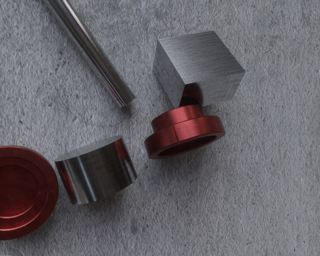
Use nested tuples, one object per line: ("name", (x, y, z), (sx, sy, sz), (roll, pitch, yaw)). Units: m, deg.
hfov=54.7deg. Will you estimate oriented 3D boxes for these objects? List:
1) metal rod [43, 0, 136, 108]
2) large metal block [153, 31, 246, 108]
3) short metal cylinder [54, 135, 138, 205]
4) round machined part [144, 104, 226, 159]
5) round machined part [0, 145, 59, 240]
("metal rod", (-0.124, -0.153, 0.362), (0.025, 0.025, 0.299), (-38, 102, -16))
("large metal block", (0.046, -0.073, 0.392), (0.081, 0.050, 0.080), (-14, 57, -20))
("short metal cylinder", (-0.072, 0.046, 0.354), (0.081, 0.080, 0.050), (-21, 98, -19))
("round machined part", (0.027, 0.003, 0.384), (0.099, 0.098, 0.042), (-13, 76, -20))
("round machined part", (-0.164, 0.068, 0.340), (0.099, 0.042, 0.097), (0, 90, -20))
